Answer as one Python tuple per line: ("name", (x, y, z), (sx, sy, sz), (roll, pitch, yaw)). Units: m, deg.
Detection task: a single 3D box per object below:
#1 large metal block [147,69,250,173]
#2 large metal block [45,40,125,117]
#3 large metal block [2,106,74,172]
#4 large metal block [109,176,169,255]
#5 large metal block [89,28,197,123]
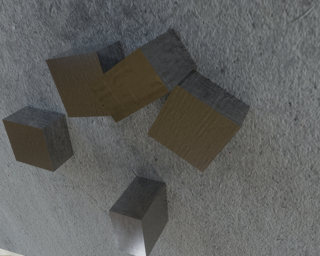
("large metal block", (0.044, -0.009, 0.362), (0.080, 0.050, 0.079), (35, 129, 5))
("large metal block", (-0.086, -0.061, 0.398), (0.080, 0.050, 0.080), (-1, 118, 28))
("large metal block", (-0.196, 0.016, 0.504), (0.080, 0.050, 0.079), (11, 123, 22))
("large metal block", (-0.028, 0.133, 0.469), (0.050, 0.080, 0.079), (10, 123, 23))
("large metal block", (-0.017, -0.059, 0.344), (0.080, 0.080, 0.050), (-27, 104, 37))
